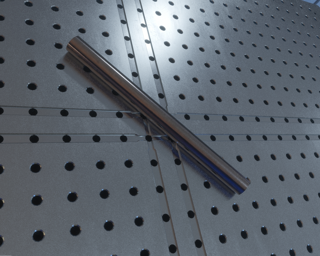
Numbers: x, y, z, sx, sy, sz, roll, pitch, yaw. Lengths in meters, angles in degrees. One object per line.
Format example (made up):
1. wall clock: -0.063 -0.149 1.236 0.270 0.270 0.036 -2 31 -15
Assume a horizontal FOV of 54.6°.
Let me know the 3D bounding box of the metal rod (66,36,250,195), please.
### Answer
1. metal rod: -0.002 -0.016 0.417 0.300 0.025 0.025 40 51 -1
